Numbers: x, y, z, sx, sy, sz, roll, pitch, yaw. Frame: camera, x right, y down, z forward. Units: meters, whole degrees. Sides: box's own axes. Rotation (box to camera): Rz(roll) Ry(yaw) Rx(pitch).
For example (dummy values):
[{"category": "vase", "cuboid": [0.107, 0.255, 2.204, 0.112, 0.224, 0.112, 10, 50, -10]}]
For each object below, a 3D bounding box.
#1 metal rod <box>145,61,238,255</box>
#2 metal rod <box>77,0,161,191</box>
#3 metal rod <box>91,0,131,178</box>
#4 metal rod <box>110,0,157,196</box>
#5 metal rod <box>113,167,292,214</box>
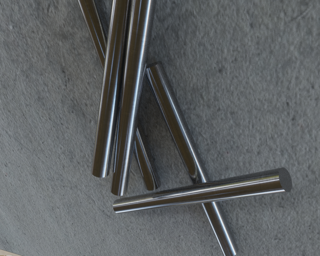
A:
[{"category": "metal rod", "cuboid": [0.048, 0.055, 0.414, 0.025, 0.025, 0.299, -11, 113, 32]}, {"category": "metal rod", "cuboid": [-0.051, -0.045, 0.404, 0.025, 0.025, 0.298, -3, 117, 29]}, {"category": "metal rod", "cuboid": [-0.054, -0.068, 0.363, 0.025, 0.025, 0.298, 21, 118, 15]}, {"category": "metal rod", "cuboid": [-0.035, -0.033, 0.373, 0.025, 0.025, 0.298, 21, 124, 15]}, {"category": "metal rod", "cuboid": [0.029, 0.092, 0.418, 0.299, 0.025, 0.025, -22, 107, 45]}]
